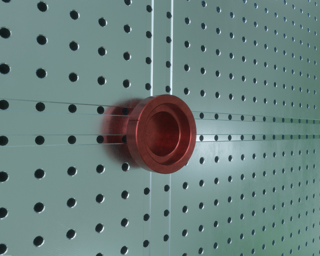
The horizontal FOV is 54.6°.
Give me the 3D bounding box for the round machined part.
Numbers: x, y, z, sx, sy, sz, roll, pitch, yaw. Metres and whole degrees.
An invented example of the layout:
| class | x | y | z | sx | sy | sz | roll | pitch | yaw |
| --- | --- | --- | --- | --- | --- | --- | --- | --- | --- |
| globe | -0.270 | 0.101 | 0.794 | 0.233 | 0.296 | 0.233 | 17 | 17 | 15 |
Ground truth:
| class | x | y | z | sx | sy | sz | roll | pitch | yaw |
| --- | --- | --- | --- | --- | --- | --- | --- | --- | --- |
| round machined part | -0.002 | 0.007 | 0.395 | 0.099 | 0.042 | 0.097 | 0 | 90 | -40 |
